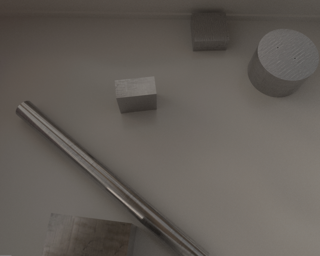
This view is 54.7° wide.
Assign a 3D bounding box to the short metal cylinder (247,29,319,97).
[{"bbox_3d":[0.169,-0.089,0.431,0.081,0.050,0.080,0,70,0],"label":"short metal cylinder"}]

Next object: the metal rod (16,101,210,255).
[{"bbox_3d":[-0.067,0.063,0.385,0.300,0.025,0.025,38,74,12],"label":"metal rod"}]

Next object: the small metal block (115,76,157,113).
[{"bbox_3d":[-0.031,-0.043,0.412,0.050,0.050,0.025,-7,70,-3],"label":"small metal block"}]

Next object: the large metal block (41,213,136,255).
[{"bbox_3d":[-0.071,0.125,0.334,0.080,0.080,0.050,7,70,2],"label":"large metal block"}]

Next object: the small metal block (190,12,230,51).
[{"bbox_3d":[0.074,-0.144,0.463,0.050,0.025,0.050,-2,70,-1],"label":"small metal block"}]
